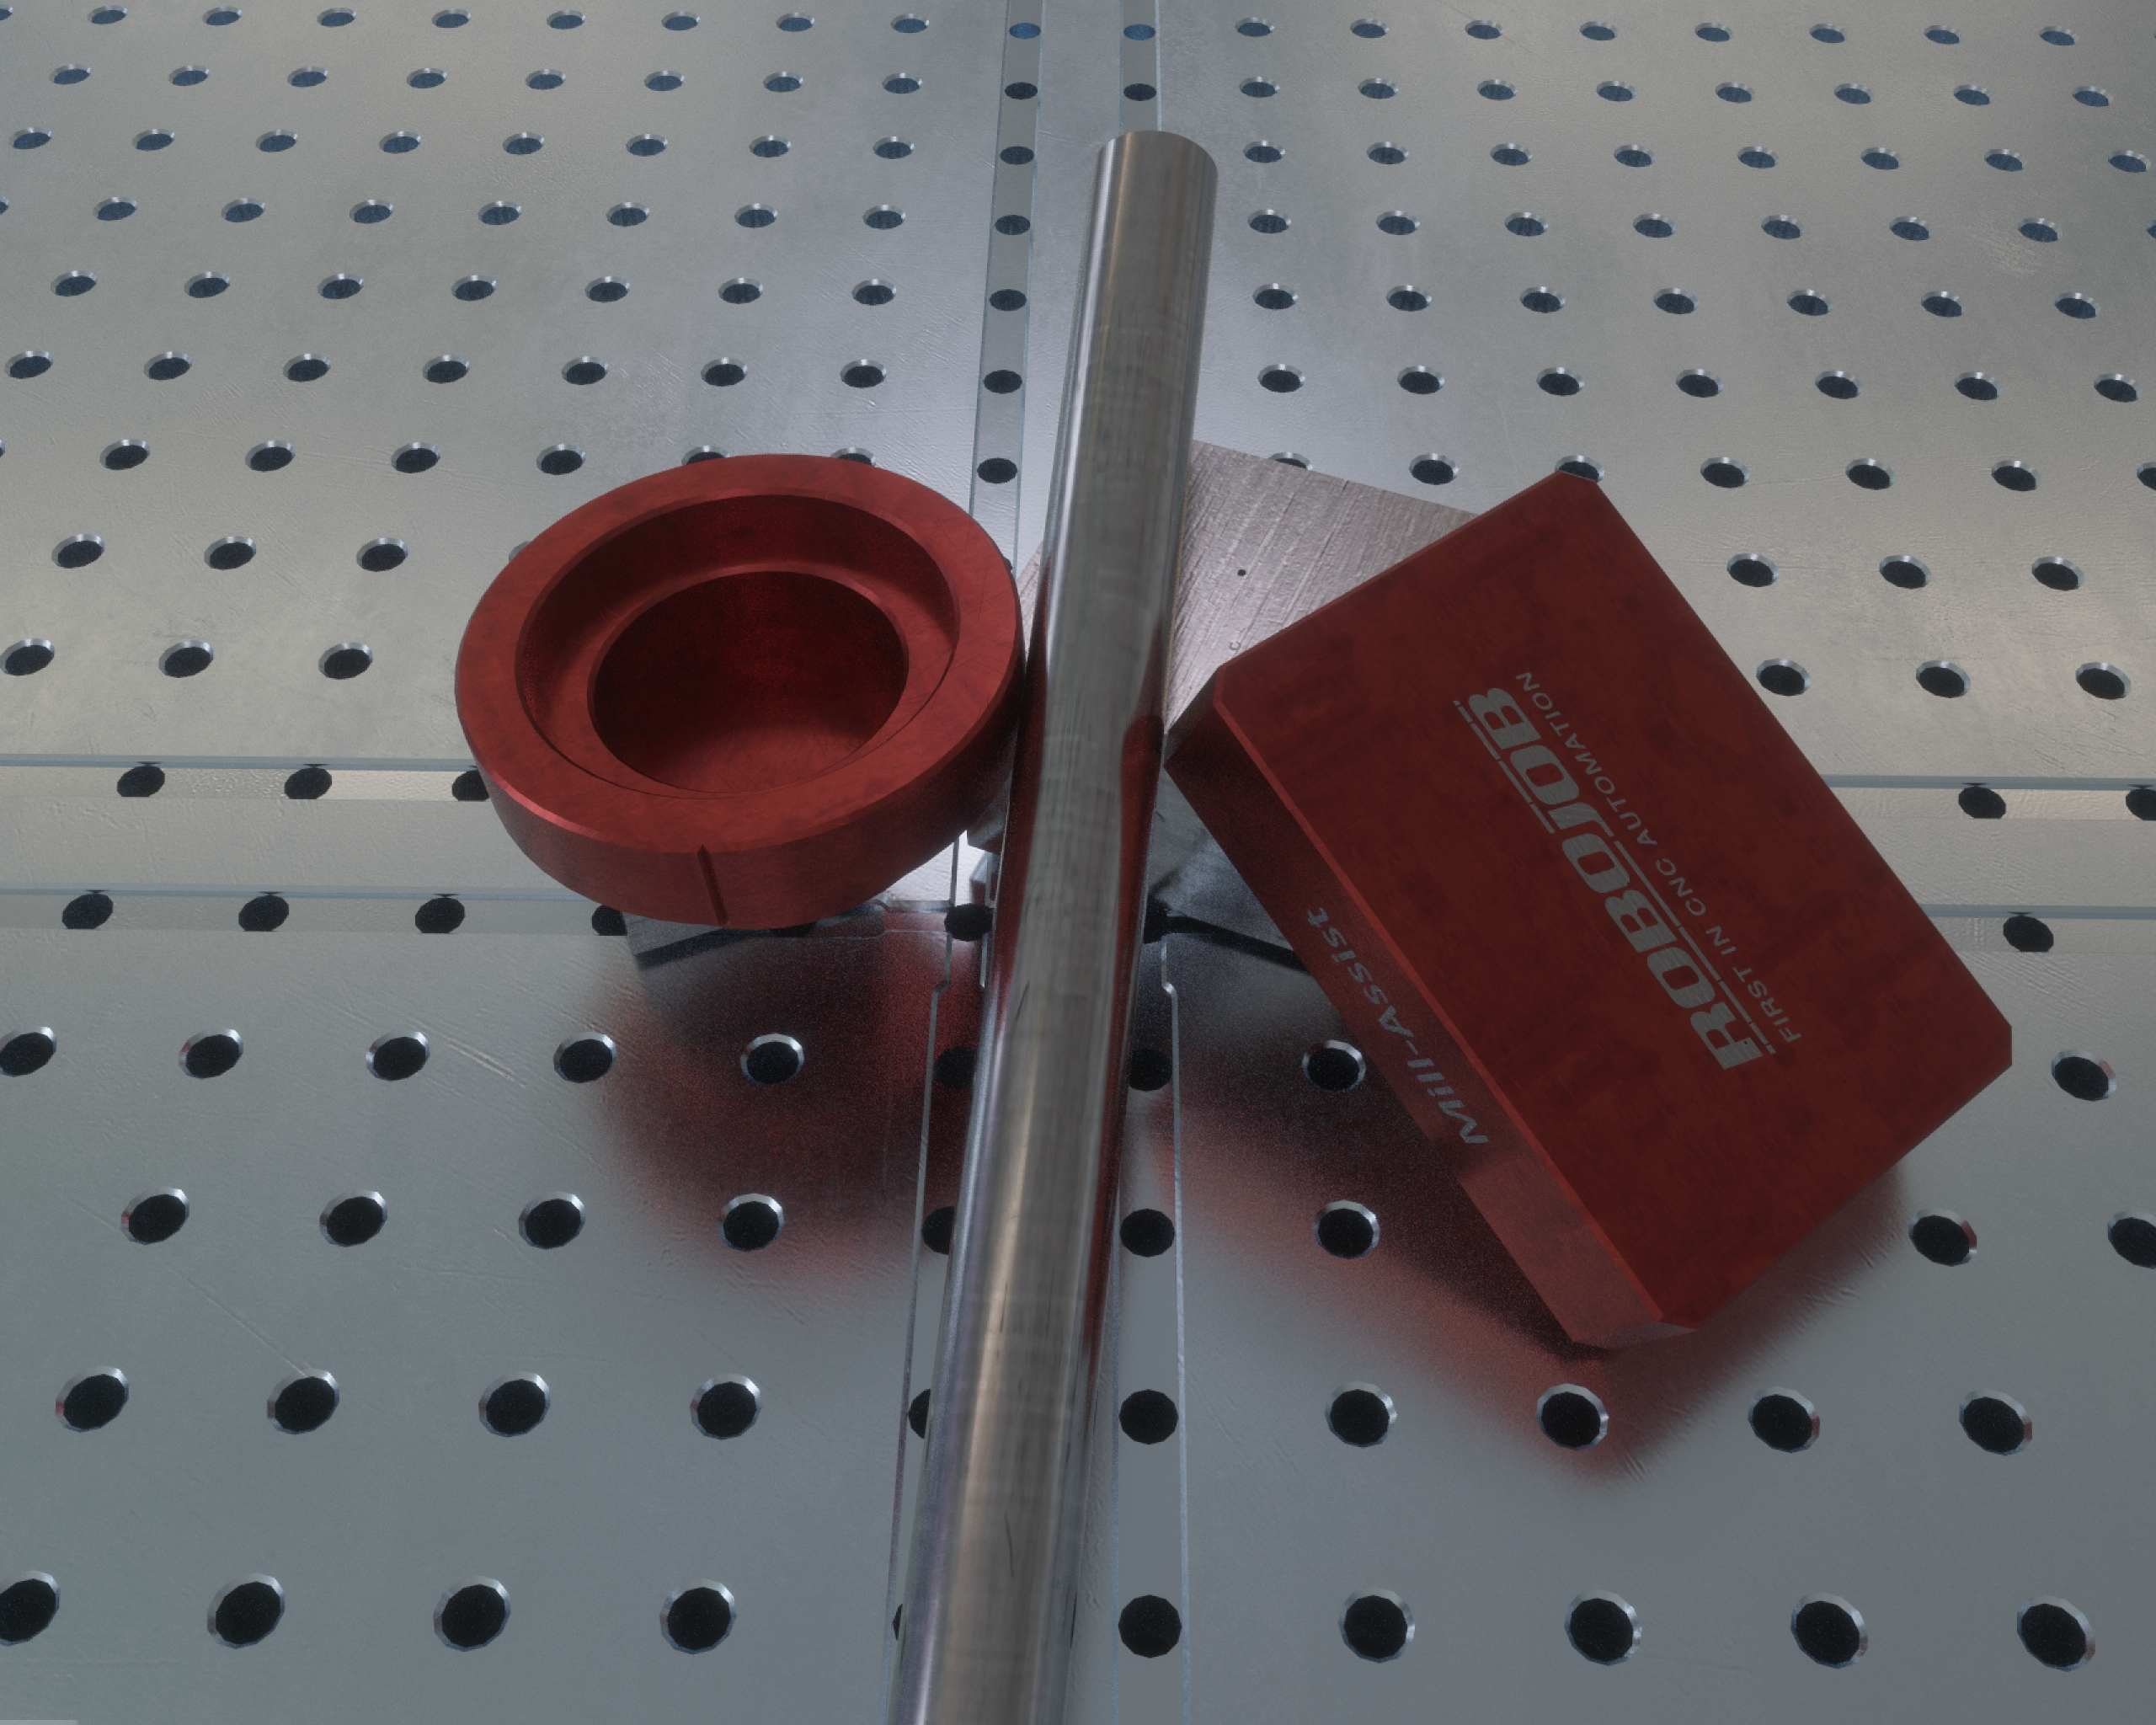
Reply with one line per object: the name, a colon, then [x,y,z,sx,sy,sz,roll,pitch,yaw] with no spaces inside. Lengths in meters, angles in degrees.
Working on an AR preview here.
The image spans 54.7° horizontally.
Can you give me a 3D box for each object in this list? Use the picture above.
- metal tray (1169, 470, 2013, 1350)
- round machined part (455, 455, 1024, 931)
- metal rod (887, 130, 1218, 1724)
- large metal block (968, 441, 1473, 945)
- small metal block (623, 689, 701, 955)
metal tray: [0.088,0.006,0.363,0.091,0.030,0.130,-32,82,-23]
round machined part: [-0.058,-0.026,0.378,0.099,0.042,0.098,-2,51,2]
metal rod: [0.000,0.000,0.351,0.025,0.025,0.299,5,66,4]
large metal block: [0.030,-0.036,0.417,0.080,0.050,0.080,18,52,14]
small metal block: [-0.072,-0.015,0.416,0.050,0.025,0.050,-17,52,-14]
